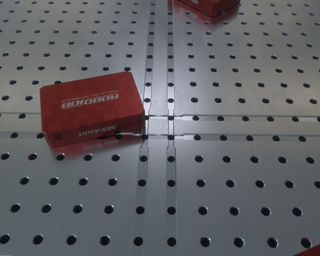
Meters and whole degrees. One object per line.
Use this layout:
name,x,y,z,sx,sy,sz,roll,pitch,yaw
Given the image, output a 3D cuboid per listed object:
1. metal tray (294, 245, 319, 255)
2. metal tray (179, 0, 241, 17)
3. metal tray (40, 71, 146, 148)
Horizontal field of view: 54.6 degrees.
metal tray,0.169,0.151,0.278,0.131,0.030,0.090,-16,52,-13
metal tray,0.092,-0.284,0.643,0.090,0.030,0.130,-36,59,-26
metal tray,-0.094,-0.029,0.429,0.131,0.030,0.090,-12,51,-10
